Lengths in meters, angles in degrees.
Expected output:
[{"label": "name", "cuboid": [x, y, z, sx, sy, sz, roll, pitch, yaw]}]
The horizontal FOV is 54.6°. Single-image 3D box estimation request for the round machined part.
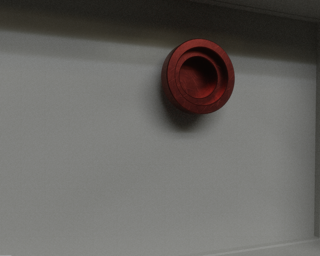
[{"label": "round machined part", "cuboid": [0.047, -0.067, 0.419, 0.099, 0.042, 0.097, 0, 90, -20]}]
